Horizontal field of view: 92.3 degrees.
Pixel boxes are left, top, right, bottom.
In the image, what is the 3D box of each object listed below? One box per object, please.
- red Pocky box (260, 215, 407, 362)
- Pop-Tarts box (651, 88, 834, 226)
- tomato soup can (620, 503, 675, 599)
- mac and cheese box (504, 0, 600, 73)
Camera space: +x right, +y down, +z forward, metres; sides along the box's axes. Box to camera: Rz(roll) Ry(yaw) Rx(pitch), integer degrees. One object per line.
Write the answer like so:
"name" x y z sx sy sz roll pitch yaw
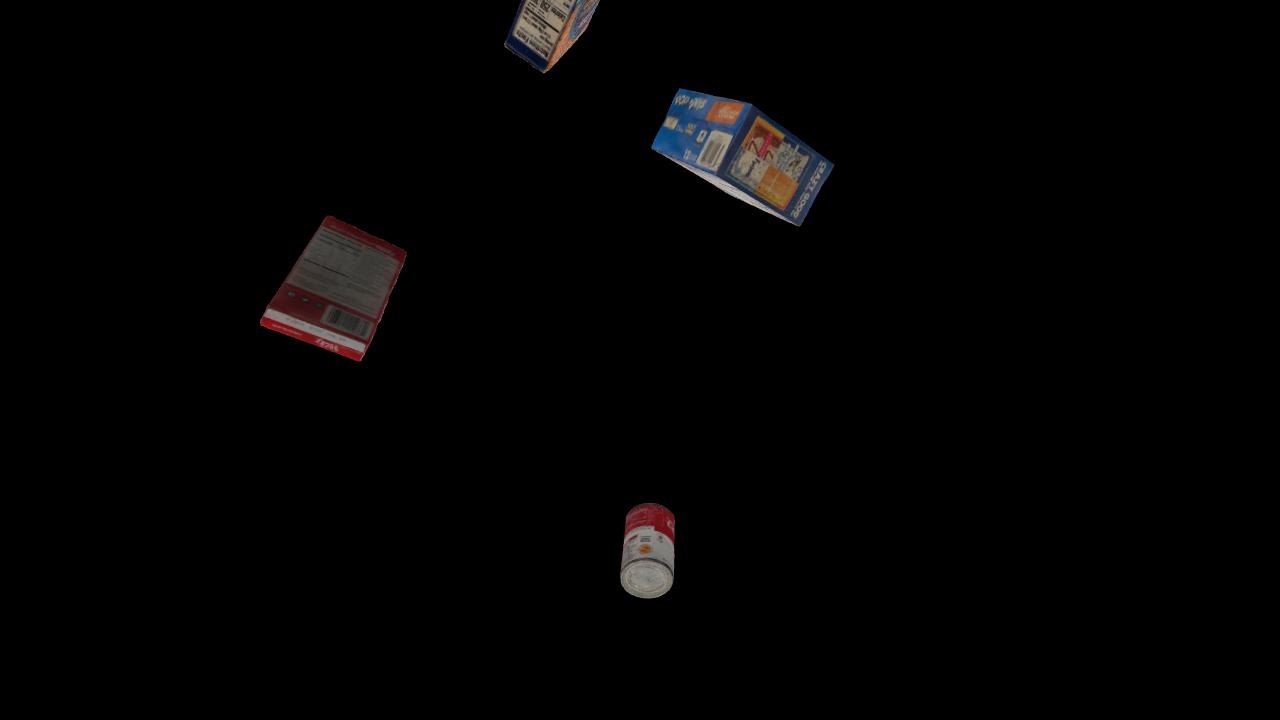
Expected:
"red Pocky box" -0.274 -0.069 0.567 0.083 0.028 0.155 24 35 -23
"Pop-Tarts box" 0.117 -0.244 0.733 0.141 0.083 0.167 20 17 -33
"tomato soup can" 0.011 0.241 0.783 0.068 0.068 0.101 0 28 4
"mac and cheese box" -0.025 -0.286 0.395 0.041 0.093 0.184 32 -37 -14
